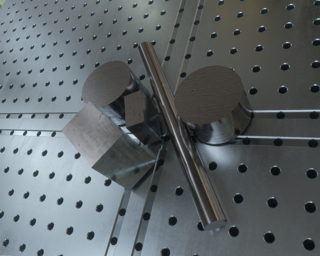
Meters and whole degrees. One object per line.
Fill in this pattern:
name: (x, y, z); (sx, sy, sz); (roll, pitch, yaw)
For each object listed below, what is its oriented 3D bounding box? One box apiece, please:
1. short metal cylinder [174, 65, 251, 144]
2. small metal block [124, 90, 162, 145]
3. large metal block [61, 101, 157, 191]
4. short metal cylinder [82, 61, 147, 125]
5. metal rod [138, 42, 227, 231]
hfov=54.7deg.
short metal cylinder: (0.064, -0.027, 0.371); (0.080, 0.050, 0.080); (-13, 56, 21)
small metal block: (-0.022, -0.013, 0.406); (0.025, 0.050, 0.050); (-19, 54, 17)
large metal block: (-0.063, 0.023, 0.386); (0.050, 0.080, 0.080); (-48, 51, -4)
short metal cylinder: (-0.066, -0.051, 0.453); (0.080, 0.050, 0.080); (-13, 56, 21)
metal rod: (0.016, -0.014, 0.403); (0.025, 0.025, 0.299); (-28, 52, 11)
